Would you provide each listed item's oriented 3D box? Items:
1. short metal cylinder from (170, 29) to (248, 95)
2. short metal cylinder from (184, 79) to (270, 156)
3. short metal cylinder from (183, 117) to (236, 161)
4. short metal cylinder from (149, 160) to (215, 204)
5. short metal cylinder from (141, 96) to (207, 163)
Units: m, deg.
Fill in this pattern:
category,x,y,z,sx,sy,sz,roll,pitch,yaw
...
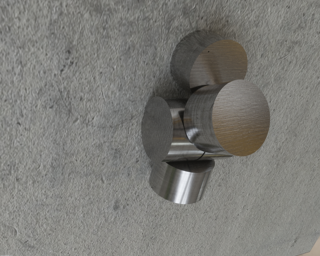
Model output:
category,x,y,z,sx,sy,sz,roll,pitch,yaw
short metal cylinder,0.059,-0.075,0.381,0.081,0.050,0.079,-14,125,-21
short metal cylinder,0.074,-0.010,0.342,0.081,0.050,0.079,0,90,-29
short metal cylinder,0.063,0.003,0.410,0.050,0.080,0.079,1,118,-28
short metal cylinder,0.029,0.059,0.427,0.081,0.080,0.050,0,118,-29
short metal cylinder,0.017,0.002,0.385,0.050,0.080,0.079,1,118,-29
